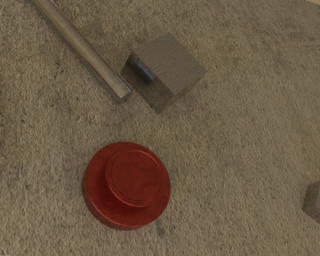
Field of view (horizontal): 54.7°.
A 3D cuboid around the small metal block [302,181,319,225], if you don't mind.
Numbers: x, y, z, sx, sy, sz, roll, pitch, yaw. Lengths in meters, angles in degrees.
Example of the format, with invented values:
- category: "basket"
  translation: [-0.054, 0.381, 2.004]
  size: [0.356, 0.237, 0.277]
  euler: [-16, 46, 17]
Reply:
- category: "small metal block"
  translation: [0.247, 0.116, 0.466]
  size: [0.050, 0.025, 0.050]
  euler: [39, 51, -2]

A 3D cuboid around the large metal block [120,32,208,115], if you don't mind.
- category: "large metal block"
  translation: [0.006, -0.079, 0.439]
  size: [0.080, 0.050, 0.080]
  euler: [48, 51, 5]

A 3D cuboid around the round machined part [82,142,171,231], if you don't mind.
- category: "round machined part"
  translation: [-0.032, 0.058, 0.340]
  size: [0.099, 0.042, 0.098]
  euler: [14, 56, -21]

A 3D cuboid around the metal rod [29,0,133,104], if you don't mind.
- category: "metal rod"
  translation: [-0.143, -0.151, 0.419]
  size: [0.300, 0.025, 0.025]
  euler: [49, 51, 6]
